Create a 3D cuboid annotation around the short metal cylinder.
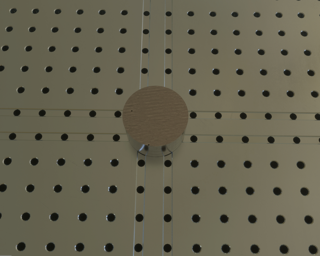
[{"bbox_3d":[-0.006,-0.008,0.401,0.081,0.050,0.080,0,70,0],"label":"short metal cylinder"}]
